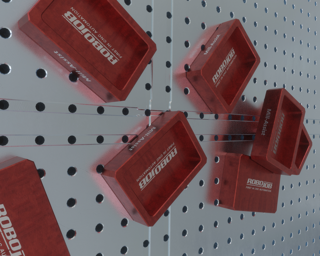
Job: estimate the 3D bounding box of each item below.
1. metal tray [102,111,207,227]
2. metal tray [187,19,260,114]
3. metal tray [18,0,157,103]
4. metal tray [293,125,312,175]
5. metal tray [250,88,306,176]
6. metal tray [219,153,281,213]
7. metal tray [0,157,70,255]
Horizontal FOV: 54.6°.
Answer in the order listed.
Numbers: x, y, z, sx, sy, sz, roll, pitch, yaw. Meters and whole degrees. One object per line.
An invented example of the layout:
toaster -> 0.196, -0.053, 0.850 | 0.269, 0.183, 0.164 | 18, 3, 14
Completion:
metal tray -> -0.001, 0.049, 0.404 | 0.131, 0.030, 0.090 | -44, 116, -31
metal tray -> 0.105, -0.097, 0.491 | 0.090, 0.030, 0.130 | 49, 61, -29
metal tray -> -0.072, -0.101, 0.344 | 0.130, 0.030, 0.090 | 43, 64, -32
metal tray -> 0.254, 0.019, 0.616 | 0.130, 0.030, 0.090 | 52, 60, -27
metal tray -> 0.207, 0.007, 0.537 | 0.090, 0.030, 0.130 | 29, 72, -36
metal tray -> 0.160, 0.098, 0.539 | 0.131, 0.030, 0.090 | 16, 80, -39
metal tray -> -0.143, 0.103, 0.285 | 0.091, 0.030, 0.129 | -26, 106, -37
